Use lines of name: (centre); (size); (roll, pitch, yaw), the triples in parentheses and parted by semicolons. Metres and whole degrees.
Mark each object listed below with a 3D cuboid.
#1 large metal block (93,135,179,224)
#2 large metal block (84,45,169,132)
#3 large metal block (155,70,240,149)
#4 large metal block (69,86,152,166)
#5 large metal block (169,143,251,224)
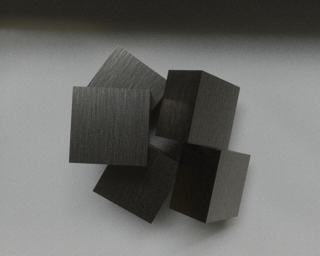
large metal block: (-0.026, 0.060, 0.394); (0.080, 0.050, 0.080); (30, 90, -1)
large metal block: (-0.042, -0.045, 0.397); (0.080, 0.050, 0.080); (36, 90, -1)
large metal block: (0.048, -0.021, 0.377); (0.081, 0.050, 0.080); (11, 90, -45)
large metal block: (-0.052, -0.002, 0.345); (0.081, 0.050, 0.079); (3, 89, 1)
large metal block: (0.063, 0.064, 0.376); (0.050, 0.080, 0.080); (12, 90, 39)
